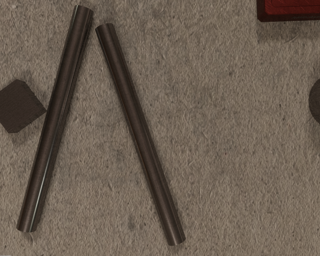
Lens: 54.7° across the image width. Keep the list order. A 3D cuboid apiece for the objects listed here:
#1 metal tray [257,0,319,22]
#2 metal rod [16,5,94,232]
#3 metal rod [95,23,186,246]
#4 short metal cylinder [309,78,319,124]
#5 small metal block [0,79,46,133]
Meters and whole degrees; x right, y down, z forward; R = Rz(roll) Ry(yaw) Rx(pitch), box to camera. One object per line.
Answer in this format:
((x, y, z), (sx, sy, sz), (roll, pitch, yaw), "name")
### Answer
((0.197, -0.192, 0.409), (0.131, 0.030, 0.089), (-2, 90, -1), "metal tray")
((-0.138, -0.012, 0.408), (0.025, 0.025, 0.298), (15, 90, -1), "metal rod")
((-0.025, 0.009, 0.409), (0.025, 0.025, 0.298), (-19, 90, 0), "metal rod")
((0.245, -0.037, 0.401), (0.081, 0.050, 0.079), (0, 90, -1), "short metal cylinder")
((-0.188, -0.028, 0.407), (0.050, 0.025, 0.050), (-36, 90, 0), "small metal block")
